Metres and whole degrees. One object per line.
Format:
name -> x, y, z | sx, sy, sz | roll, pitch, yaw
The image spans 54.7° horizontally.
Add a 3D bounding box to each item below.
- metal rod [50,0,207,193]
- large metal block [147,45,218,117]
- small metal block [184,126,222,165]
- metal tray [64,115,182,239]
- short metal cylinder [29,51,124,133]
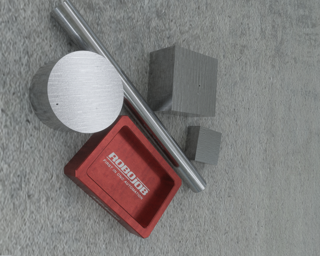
metal rod -> -0.023, -0.020, 0.388 | 0.025, 0.025, 0.300 | -53, 121, -27
large metal block -> 0.031, -0.058, 0.418 | 0.081, 0.050, 0.080 | 6, 87, -40
small metal block -> 0.064, 0.027, 0.463 | 0.050, 0.025, 0.050 | 17, 79, -39
metal tray -> -0.038, 0.059, 0.373 | 0.130, 0.030, 0.090 | 52, 60, -28
short metal cylinder -> -0.085, -0.035, 0.320 | 0.081, 0.050, 0.079 | 0, 90, -40
